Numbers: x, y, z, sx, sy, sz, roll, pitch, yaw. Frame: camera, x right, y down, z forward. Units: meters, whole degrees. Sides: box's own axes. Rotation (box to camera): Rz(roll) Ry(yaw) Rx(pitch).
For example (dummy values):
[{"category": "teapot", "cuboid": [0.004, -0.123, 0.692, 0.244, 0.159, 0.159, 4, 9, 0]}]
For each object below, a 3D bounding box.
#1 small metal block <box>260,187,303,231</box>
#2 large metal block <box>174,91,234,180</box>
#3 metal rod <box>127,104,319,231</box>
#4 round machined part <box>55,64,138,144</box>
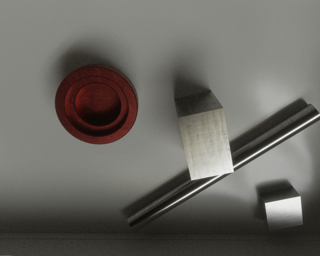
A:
[{"category": "small metal block", "cuboid": [0.179, 0.120, 0.458, 0.050, 0.025, 0.050, -12, 110, 4]}, {"category": "large metal block", "cuboid": [0.052, 0.006, 0.385, 0.050, 0.080, 0.079, -12, 110, 4]}, {"category": "metal rod", "cuboid": [0.081, 0.060, 0.434, 0.300, 0.025, 0.025, -34, 107, 11]}, {"category": "round machined part", "cuboid": [-0.076, -0.032, 0.389, 0.099, 0.042, 0.097, 0, 110, -1]}]
